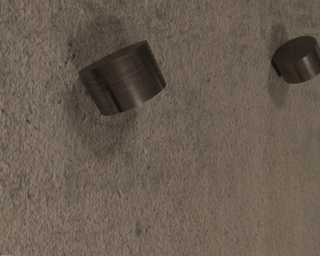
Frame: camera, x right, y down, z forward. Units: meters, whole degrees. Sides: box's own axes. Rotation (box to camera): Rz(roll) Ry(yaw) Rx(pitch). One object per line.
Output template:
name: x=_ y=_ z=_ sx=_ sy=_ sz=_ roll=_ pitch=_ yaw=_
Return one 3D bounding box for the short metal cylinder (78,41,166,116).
short metal cylinder: x=-0.040 y=-0.055 z=0.337 sx=0.080 sy=0.080 sz=0.050 roll=-39 pitch=115 yaw=-33

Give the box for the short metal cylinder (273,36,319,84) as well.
short metal cylinder: x=0.267 y=-0.131 z=0.596 sx=0.050 sy=0.080 sz=0.080 roll=48 pitch=61 yaw=-30
